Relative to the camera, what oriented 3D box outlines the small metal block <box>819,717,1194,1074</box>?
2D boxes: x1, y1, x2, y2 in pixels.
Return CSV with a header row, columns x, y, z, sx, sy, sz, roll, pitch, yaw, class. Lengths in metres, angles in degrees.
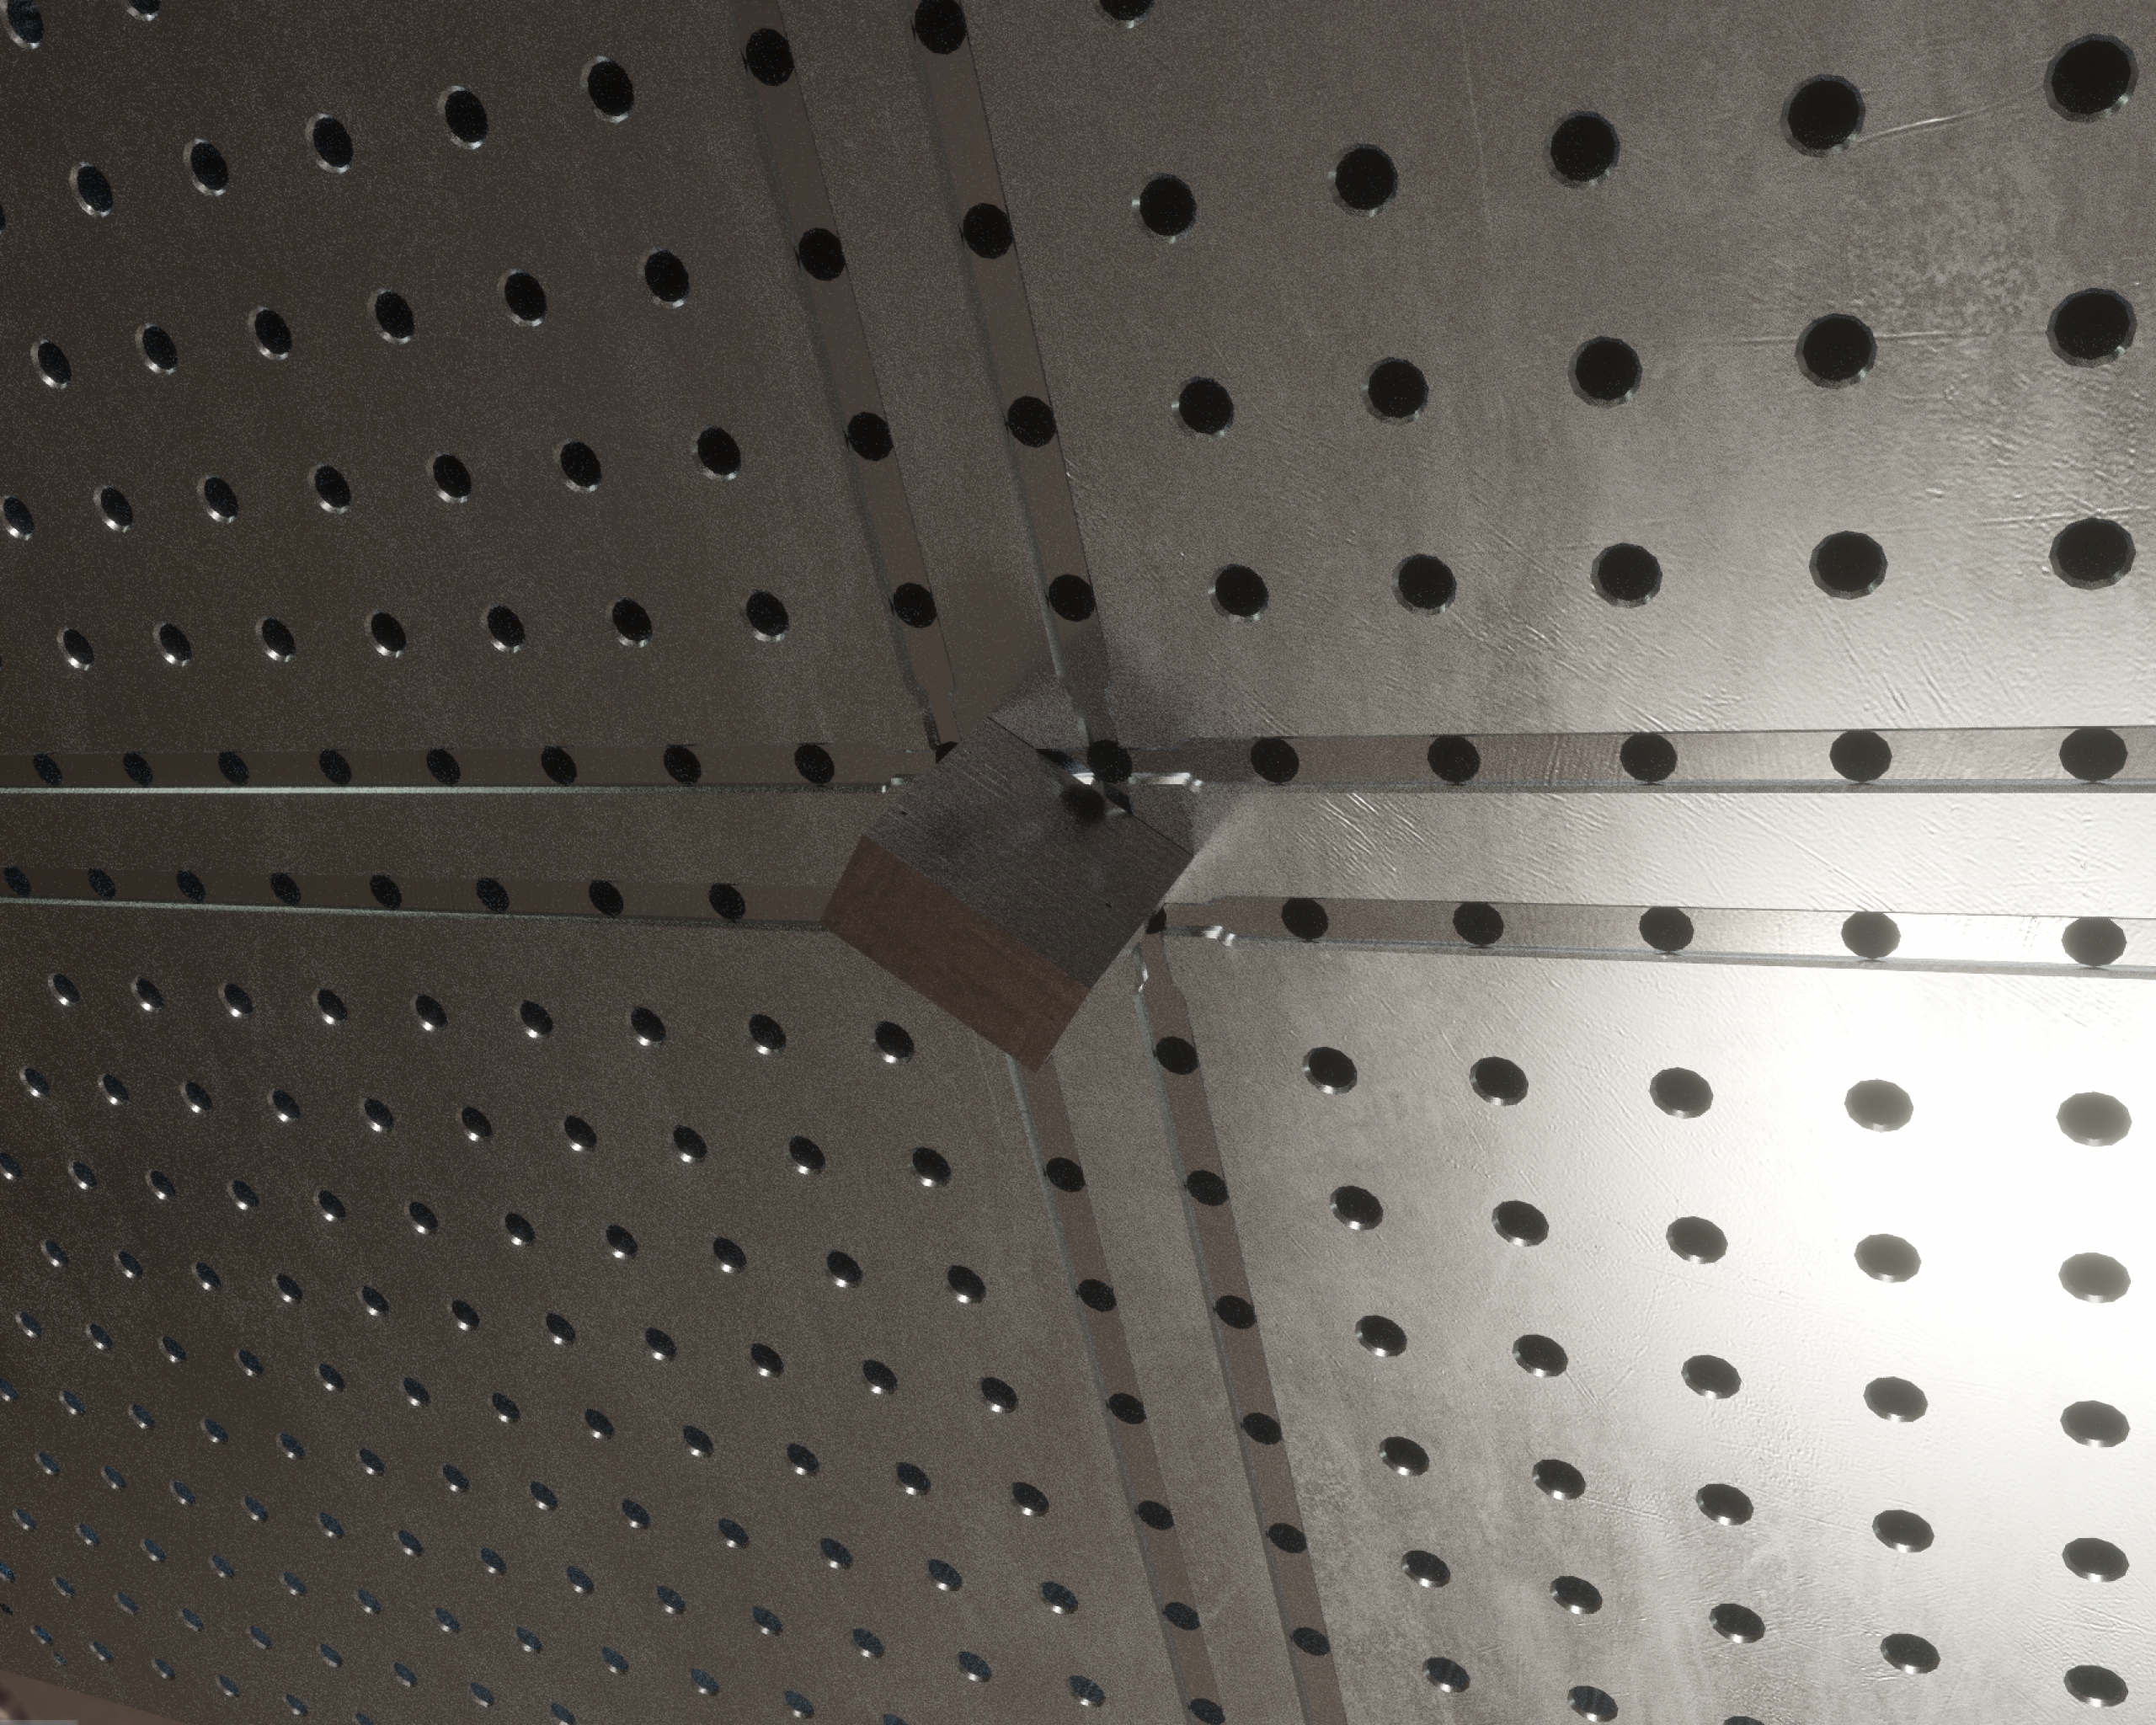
x,y,z,sx,sy,sz,roll,pitch,yaw,class
-0.013,0.005,0.403,0.050,0.050,0.025,35,129,5,small metal block
